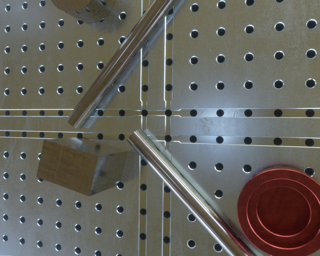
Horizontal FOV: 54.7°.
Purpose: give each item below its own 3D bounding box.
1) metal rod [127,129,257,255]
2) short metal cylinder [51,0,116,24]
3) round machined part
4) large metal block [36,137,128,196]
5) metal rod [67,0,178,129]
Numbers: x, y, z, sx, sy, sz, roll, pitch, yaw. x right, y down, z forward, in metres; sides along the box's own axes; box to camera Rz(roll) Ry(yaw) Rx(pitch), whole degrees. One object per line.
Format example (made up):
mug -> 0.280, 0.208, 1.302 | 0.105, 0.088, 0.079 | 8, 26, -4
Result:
metal rod -> 0.065, 0.116, 0.389 | 0.025, 0.025, 0.300 | -46, 76, 14
short metal cylinder -> -0.108, -0.195, 0.436 | 0.080, 0.050, 0.079 | 0, 90, 19
round machined part -> 0.141, 0.093, 0.354 | 0.098, 0.042, 0.097 | 0, 90, 19
large metal block -> -0.102, 0.048, 0.418 | 0.080, 0.080, 0.050 | 15, 95, 19
metal rod -> -0.033, -0.119, 0.423 | 0.025, 0.025, 0.299 | 43, 103, 14
